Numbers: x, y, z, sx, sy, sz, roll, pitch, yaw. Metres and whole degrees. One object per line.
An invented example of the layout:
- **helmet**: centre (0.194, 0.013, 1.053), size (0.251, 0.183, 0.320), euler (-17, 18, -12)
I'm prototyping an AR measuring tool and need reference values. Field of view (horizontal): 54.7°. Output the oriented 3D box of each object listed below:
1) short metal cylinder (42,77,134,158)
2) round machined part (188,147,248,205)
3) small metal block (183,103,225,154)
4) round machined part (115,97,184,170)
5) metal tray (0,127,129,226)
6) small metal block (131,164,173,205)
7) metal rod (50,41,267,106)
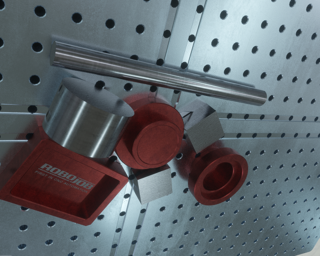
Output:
- **short metal cylinder**: centre (-0.075, -0.012, 0.327), size (0.080, 0.080, 0.050), euler (19, 108, -36)
- **round machined part**: centre (0.087, 0.071, 0.492), size (0.099, 0.042, 0.097), euler (-14, 124, -21)
- **small metal block**: centre (0.060, 0.001, 0.445), size (0.050, 0.025, 0.050), euler (-33, 129, -7)
- **round machined part**: centre (-0.011, 0.013, 0.401), size (0.099, 0.042, 0.097), euler (-13, 121, -22)
- **metal tray**: centre (-0.115, 0.065, 0.384), size (0.090, 0.030, 0.130), euler (-49, 129, 7)
- **small metal block**: centre (-0.011, 0.078, 0.454), size (0.050, 0.025, 0.050), euler (-18, 126, -18)
- **metal rod**: centre (0.022, -0.060, 0.385), size (0.302, 0.025, 0.025), euler (6, 115, -31)
